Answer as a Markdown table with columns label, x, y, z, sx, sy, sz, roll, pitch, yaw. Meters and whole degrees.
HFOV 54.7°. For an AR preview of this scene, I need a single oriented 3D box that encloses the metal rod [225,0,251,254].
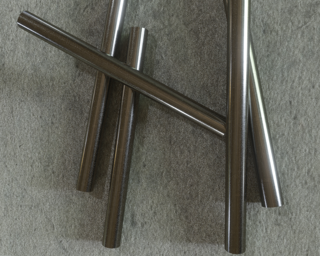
| label | x | y | z | sx | sy | sz | roll | pitch | yaw |
| --- | --- | --- | --- | --- | --- | --- | --- | --- | --- |
| metal rod | 0.089 | -0.001 | 0.358 | 0.025 | 0.025 | 0.298 | 2 | 97 | 19 |

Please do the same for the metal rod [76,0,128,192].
| label | x | y | z | sx | sy | sz | roll | pitch | yaw |
| --- | --- | --- | --- | --- | --- | --- | --- | --- | --- |
| metal rod | -0.080 | -0.058 | 0.435 | 0.025 | 0.025 | 0.298 | 12 | 94 | 19 |

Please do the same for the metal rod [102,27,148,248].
| label | x | y | z | sx | sy | sz | roll | pitch | yaw |
| --- | --- | --- | --- | --- | --- | --- | --- | --- | --- |
| metal rod | -0.048 | 0.015 | 0.424 | 0.025 | 0.025 | 0.298 | 9 | 93 | 19 |

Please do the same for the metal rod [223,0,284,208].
| label | x | y | z | sx | sy | sz | roll | pitch | yaw |
| --- | --- | --- | --- | --- | --- | --- | --- | --- | --- |
| metal rod | 0.107 | -0.057 | 0.371 | 0.025 | 0.025 | 0.298 | -11 | 86 | 19 |

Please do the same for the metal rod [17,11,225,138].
| label | x | y | z | sx | sy | sz | roll | pitch | yaw |
| --- | --- | --- | --- | --- | --- | --- | --- | --- | --- |
| metal rod | -0.049 | -0.071 | 0.396 | 0.301 | 0.025 | 0.025 | 29 | 100 | 6 |
